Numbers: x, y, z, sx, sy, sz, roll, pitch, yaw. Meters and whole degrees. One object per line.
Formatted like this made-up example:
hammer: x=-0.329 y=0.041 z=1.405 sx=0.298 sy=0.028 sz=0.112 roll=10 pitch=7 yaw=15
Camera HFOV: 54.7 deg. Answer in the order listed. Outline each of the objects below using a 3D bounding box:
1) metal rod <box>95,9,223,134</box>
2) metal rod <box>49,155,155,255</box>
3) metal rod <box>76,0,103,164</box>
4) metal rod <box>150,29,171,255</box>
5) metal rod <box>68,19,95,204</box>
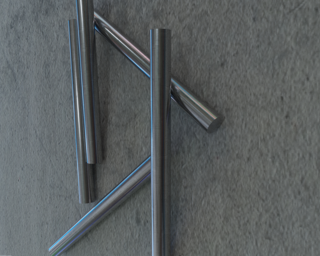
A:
metal rod: x=-0.028 y=-0.096 z=0.426 sx=0.300 sy=0.025 sz=0.025 roll=46 pitch=117 yaw=30
metal rod: x=-0.095 y=0.131 z=0.480 sx=0.299 sy=0.025 sz=0.025 roll=-44 pitch=64 yaw=30
metal rod: x=-0.107 y=-0.094 z=0.467 sx=0.025 sy=0.025 sz=0.298 roll=4 pitch=100 yaw=39
metal rod: x=0.001 y=0.034 z=0.380 sx=0.025 sy=0.025 sz=0.298 roll=7 pitch=101 yaw=39
metal rod: x=-0.129 y=-0.029 z=0.508 sx=0.025 sy=0.025 sz=0.298 roll=-8 pitch=85 yaw=39
